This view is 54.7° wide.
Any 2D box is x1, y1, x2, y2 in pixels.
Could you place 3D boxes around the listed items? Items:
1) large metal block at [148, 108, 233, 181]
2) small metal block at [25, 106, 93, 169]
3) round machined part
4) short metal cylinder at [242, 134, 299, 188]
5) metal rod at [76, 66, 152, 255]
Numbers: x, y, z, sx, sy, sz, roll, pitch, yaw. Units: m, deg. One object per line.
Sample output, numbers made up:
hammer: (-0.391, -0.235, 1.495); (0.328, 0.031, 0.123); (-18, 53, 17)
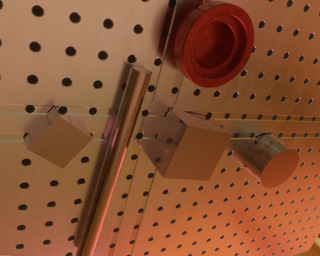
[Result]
large metal block: (0.042, 0.025, 0.435); (0.081, 0.050, 0.079); (10, 113, -33)
small metal block: (-0.116, 0.012, 0.356); (0.050, 0.025, 0.050); (-45, 130, 3)
round machined part: (0.060, -0.101, 0.372); (0.099, 0.042, 0.097); (-14, 124, -21)
short metal cylinder: (0.191, 0.057, 0.538); (0.081, 0.050, 0.079); (-14, 125, -21)
metal rod: (-0.068, 0.063, 0.414); (0.025, 0.025, 0.298); (6, 116, -31)
